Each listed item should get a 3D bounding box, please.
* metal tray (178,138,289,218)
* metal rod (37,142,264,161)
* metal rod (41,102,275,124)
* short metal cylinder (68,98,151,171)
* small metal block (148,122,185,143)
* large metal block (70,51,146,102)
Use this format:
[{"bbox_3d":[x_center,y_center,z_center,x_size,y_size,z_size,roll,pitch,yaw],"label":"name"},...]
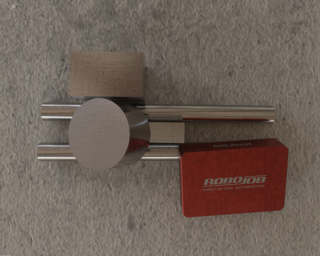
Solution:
[{"bbox_3d":[0.091,0.063,0.396,0.131,0.030,0.089,-4,108,-2],"label":"metal tray"},{"bbox_3d":[-0.007,0.031,0.411,0.302,0.025,0.025,0,90,-1],"label":"metal rod"},{"bbox_3d":[-0.002,-0.020,0.411,0.302,0.025,0.025,1,90,-1],"label":"metal rod"},{"bbox_3d":[-0.058,0.008,0.362,0.080,0.050,0.080,-1,88,23],"label":"short metal cylinder"},{"bbox_3d":[0.004,0.005,0.398,0.050,0.050,0.025,1,90,-1],"label":"small metal block"},{"bbox_3d":[-0.060,-0.060,0.383,0.081,0.080,0.050,1,90,-1],"label":"large metal block"}]
